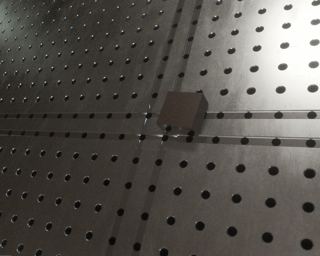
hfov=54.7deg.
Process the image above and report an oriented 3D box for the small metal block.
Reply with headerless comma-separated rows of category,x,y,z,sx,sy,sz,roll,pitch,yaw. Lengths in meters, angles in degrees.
small metal block,0.030,-0.019,0.403,0.050,0.025,0.050,7,65,31
